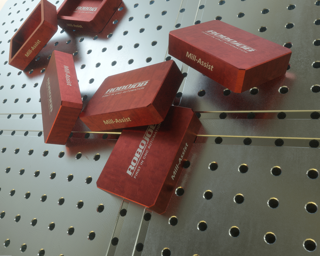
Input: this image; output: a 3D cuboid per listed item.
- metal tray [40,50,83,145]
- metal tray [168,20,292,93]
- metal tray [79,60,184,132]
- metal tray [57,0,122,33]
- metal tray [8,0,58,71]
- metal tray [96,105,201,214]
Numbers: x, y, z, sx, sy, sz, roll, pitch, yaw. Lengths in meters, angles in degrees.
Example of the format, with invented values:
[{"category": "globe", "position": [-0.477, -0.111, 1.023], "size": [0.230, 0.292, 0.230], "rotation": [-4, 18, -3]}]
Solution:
[{"category": "metal tray", "position": [-0.160, -0.049, 0.490], "size": [0.090, 0.030, 0.130], "rotation": [-55, 42, 34]}, {"category": "metal tray", "position": [0.083, -0.096, 0.393], "size": [0.091, 0.030, 0.130], "rotation": [-24, 45, -29]}, {"category": "metal tray", "position": [-0.040, -0.042, 0.425], "size": [0.130, 0.030, 0.090], "rotation": [-6, 44, 37]}, {"category": "metal tray", "position": [-0.151, -0.244, 0.635], "size": [0.130, 0.030, 0.090], "rotation": [18, 71, 35]}, {"category": "metal tray", "position": [-0.262, -0.191, 0.638], "size": [0.130, 0.030, 0.090], "rotation": [-38, 49, 25]}, {"category": "metal tray", "position": [-0.013, 0.031, 0.394], "size": [0.090, 0.030, 0.130], "rotation": [12, 68, 33]}]
